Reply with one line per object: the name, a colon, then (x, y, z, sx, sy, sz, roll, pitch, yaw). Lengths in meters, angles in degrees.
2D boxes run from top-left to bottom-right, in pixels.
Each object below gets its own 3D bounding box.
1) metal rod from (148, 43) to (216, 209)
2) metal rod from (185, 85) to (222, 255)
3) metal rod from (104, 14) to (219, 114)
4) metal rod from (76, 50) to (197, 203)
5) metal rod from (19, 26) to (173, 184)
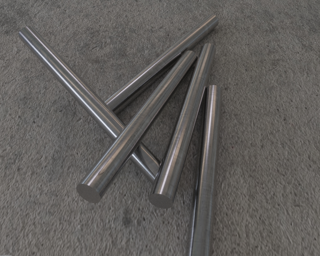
metal rod: (0.041, -0.029, 0.407, 0.025, 0.025, 0.301, 12, 45, 10)
metal rod: (0.051, 0.060, 0.352, 0.025, 0.025, 0.300, 8, 50, 6)
metal rod: (0.007, -0.105, 0.491, 0.025, 0.025, 0.301, 30, 56, 22)
metal rod: (-0.008, -0.027, 0.390, 0.025, 0.025, 0.301, 18, 41, 14)
metal rod: (-0.090, -0.035, 0.396, 0.025, 0.025, 0.300, -36, 69, -26)
